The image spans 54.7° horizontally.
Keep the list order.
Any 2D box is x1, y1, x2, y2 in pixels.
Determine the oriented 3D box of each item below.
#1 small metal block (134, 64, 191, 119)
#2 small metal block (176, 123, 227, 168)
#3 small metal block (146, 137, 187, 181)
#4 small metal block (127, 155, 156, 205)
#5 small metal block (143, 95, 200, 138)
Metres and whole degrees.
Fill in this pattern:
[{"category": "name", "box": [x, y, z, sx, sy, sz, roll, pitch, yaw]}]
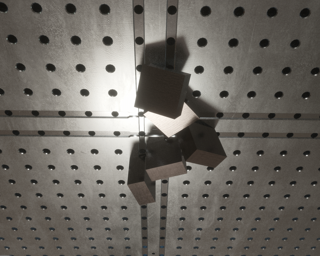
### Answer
[{"category": "small metal block", "box": [0.003, -0.043, 0.353, 0.050, 0.025, 0.050, 18, 108, 16]}, {"category": "small metal block", "box": [0.054, 0.021, 0.408, 0.050, 0.050, 0.025, 16, 130, -31]}, {"category": "small metal block", "box": [0.009, 0.042, 0.431, 0.050, 0.050, 0.025, -14, 129, 11]}, {"category": "small metal block", "box": [-0.026, 0.078, 0.461, 0.025, 0.050, 0.050, -14, 129, 11]}, {"category": "small metal block", "box": [0.015, -0.022, 0.393, 0.050, 0.025, 0.050, -32, 124, 24]}]
